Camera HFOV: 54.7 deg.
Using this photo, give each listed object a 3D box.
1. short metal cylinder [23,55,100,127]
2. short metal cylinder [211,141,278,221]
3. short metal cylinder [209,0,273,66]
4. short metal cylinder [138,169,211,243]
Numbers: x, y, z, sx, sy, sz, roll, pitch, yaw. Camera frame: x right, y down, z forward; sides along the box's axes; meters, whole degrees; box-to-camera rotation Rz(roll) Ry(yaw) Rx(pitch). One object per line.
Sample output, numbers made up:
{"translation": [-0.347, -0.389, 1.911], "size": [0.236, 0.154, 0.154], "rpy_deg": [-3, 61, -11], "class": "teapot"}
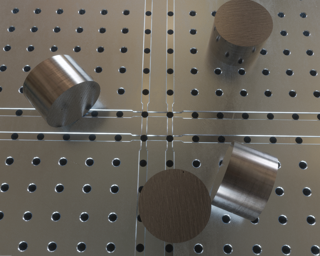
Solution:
{"translation": [-0.125, -0.047, 0.399], "size": [0.080, 0.080, 0.050], "rpy_deg": [-40, 75, -13], "class": "short metal cylinder"}
{"translation": [0.096, 0.060, 0.361], "size": [0.050, 0.080, 0.080], "rpy_deg": [21, 72, 7], "class": "short metal cylinder"}
{"translation": [0.115, -0.138, 0.449], "size": [0.081, 0.050, 0.080], "rpy_deg": [0, 70, 0], "class": "short metal cylinder"}
{"translation": [0.016, 0.093, 0.365], "size": [0.081, 0.050, 0.080], "rpy_deg": [0, 70, 0], "class": "short metal cylinder"}
